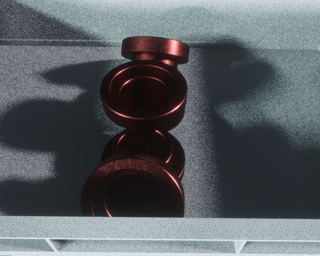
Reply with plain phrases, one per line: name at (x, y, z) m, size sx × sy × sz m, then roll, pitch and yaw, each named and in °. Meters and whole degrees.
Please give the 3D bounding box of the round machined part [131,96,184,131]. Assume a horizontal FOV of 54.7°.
round machined part at (-0.014, -0.041, 0.426) m, size 0.099 × 0.042 × 0.098 m, roll 0°, pitch 50°, yaw 0°

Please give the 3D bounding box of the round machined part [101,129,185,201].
round machined part at (-0.020, 0.034, 0.362) m, size 0.099 × 0.042 × 0.098 m, roll 0°, pitch 50°, yaw 0°

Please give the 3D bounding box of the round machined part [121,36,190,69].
round machined part at (-0.008, -0.101, 0.453) m, size 0.099 × 0.098 × 0.042 m, roll 5°, pitch 93°, yaw 4°

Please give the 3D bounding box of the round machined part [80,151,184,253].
round machined part at (-0.025, 0.070, 0.310) m, size 0.099 × 0.097 × 0.042 m, roll 5°, pitch 13°, yaw 3°

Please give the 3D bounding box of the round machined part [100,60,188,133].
round machined part at (-0.018, -0.033, 0.364) m, size 0.099 × 0.042 × 0.098 m, roll 0°, pitch 50°, yaw 0°
